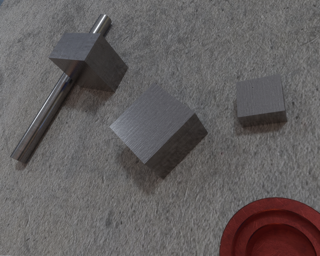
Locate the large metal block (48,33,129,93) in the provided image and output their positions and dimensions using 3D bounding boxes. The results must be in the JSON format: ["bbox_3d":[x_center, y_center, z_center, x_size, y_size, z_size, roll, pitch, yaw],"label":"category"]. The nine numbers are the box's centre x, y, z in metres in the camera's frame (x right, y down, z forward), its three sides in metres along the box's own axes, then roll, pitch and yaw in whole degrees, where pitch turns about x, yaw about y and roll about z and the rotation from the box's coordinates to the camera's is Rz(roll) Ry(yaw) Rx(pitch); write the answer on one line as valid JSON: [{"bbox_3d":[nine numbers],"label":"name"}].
[{"bbox_3d":[-0.111,-0.103,0.491,0.080,0.080,0.050,12,68,33],"label":"large metal block"}]

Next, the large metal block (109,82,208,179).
[{"bbox_3d":[-0.002,0.002,0.387,0.080,0.050,0.080,-45,51,-4],"label":"large metal block"}]

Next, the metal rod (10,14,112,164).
[{"bbox_3d":[-0.164,-0.077,0.537,0.025,0.025,0.300,13,68,33],"label":"metal rod"}]

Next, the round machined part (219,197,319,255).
[{"bbox_3d":[0.105,0.114,0.268,0.098,0.042,0.098,-13,56,21],"label":"round machined part"}]

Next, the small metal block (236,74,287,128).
[{"bbox_3d":[0.118,-0.031,0.361,0.050,0.025,0.050,-8,58,23],"label":"small metal block"}]
